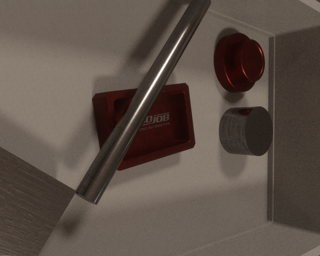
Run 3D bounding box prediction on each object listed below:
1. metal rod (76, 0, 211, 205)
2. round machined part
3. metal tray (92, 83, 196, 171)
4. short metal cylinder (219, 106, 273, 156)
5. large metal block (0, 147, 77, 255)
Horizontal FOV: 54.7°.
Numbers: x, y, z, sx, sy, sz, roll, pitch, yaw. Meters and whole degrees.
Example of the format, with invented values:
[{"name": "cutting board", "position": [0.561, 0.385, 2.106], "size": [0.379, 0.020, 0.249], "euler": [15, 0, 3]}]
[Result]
[{"name": "metal rod", "position": [-0.007, -0.052, 0.362], "size": [0.025, 0.025, 0.300], "euler": [44, 62, -32]}, {"name": "round machined part", "position": [0.137, -0.109, 0.514], "size": [0.099, 0.042, 0.097], "euler": [0, 90, -40]}, {"name": "metal tray", "position": [-0.014, -0.006, 0.392], "size": [0.131, 0.030, 0.089], "euler": [-13, 99, -39]}, {"name": "short metal cylinder", "position": [0.143, 0.005, 0.514], "size": [0.081, 0.050, 0.079], "euler": [0, 90, -40]}, {"name": "large metal block", "position": [-0.138, 0.070, 0.276], "size": [0.080, 0.050, 0.080], "euler": [42, 64, -32]}]
